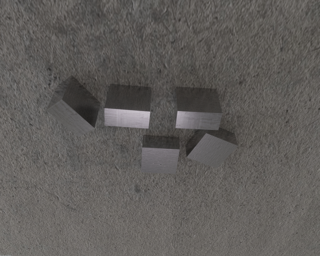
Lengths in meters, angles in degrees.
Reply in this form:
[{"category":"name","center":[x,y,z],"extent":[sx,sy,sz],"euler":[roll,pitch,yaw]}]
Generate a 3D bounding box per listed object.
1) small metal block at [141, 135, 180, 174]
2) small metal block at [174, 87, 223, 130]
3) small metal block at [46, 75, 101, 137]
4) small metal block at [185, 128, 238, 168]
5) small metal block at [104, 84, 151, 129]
[{"category":"small metal block","center":[0.000,0.038,0.440],"extent":[0.050,0.025,0.050],"euler":[3,130,-3]},{"category":"small metal block","center":[0.044,-0.024,0.370],"extent":[0.050,0.050,0.025],"euler":[3,130,-3]},{"category":"small metal block","center":[-0.100,-0.026,0.368],"extent":[0.025,0.050,0.050],"euler":[-29,125,22]},{"category":"small metal block","center":[0.070,0.024,0.428],"extent":[0.050,0.025,0.050],"euler":[21,127,-18]},{"category":"small metal block","center":[-0.037,-0.027,0.368],"extent":[0.050,0.050,0.025],"euler":[4,130,-4]}]
